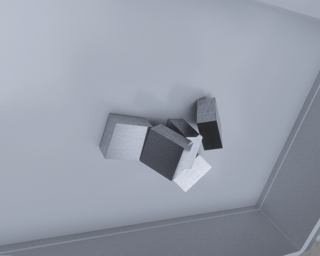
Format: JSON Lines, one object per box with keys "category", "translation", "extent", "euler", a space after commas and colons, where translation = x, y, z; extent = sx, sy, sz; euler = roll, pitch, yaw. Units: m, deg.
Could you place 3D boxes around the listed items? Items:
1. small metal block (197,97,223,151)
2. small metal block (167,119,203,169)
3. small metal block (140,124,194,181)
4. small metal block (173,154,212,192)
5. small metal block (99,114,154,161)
{"category": "small metal block", "translation": [0.068, -0.006, 0.423], "extent": [0.025, 0.050, 0.050], "euler": [-9, 129, 15]}
{"category": "small metal block", "translation": [0.027, 0.022, 0.421], "extent": [0.025, 0.050, 0.050], "euler": [1, 118, -29]}
{"category": "small metal block", "translation": [0.008, 0.030, 0.391], "extent": [0.025, 0.050, 0.050], "euler": [-24, 139, -55]}
{"category": "small metal block", "translation": [0.044, 0.061, 0.451], "extent": [0.050, 0.050, 0.025], "euler": [-44, 95, 1]}
{"category": "small metal block", "translation": [-0.043, 0.013, 0.391], "extent": [0.050, 0.025, 0.050], "euler": [7, 115, -32]}
